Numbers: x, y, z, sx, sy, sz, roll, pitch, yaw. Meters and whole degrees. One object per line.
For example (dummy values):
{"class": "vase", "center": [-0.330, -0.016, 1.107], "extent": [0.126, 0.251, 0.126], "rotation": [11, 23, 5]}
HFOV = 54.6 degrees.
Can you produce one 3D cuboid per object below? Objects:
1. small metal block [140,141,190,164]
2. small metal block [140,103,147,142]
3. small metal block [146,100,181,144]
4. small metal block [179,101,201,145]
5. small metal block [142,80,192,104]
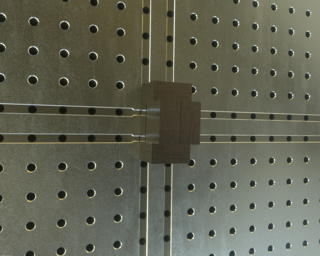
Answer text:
{"class": "small metal block", "center": [0.005, 0.031, 0.401], "extent": [0.050, 0.050, 0.025], "rotation": [2, 90, -20]}
{"class": "small metal block", "center": [0.002, -0.007, 0.412], "extent": [0.050, 0.025, 0.050], "rotation": [2, 90, -19]}
{"class": "small metal block", "center": [0.003, -0.007, 0.373], "extent": [0.025, 0.050, 0.050], "rotation": [2, 90, -20]}
{"class": "small metal block", "center": [0.027, -0.006, 0.382], "extent": [0.025, 0.050, 0.050], "rotation": [2, 89, -19]}
{"class": "small metal block", "center": [0.008, -0.044, 0.401], "extent": [0.050, 0.050, 0.025], "rotation": [2, 90, -20]}
